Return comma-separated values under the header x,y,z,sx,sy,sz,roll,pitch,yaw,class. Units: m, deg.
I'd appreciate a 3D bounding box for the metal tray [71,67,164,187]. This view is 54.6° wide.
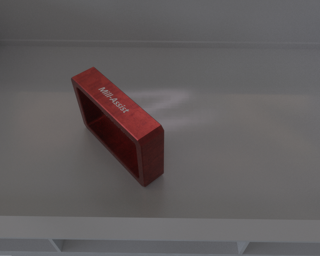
x,y,z,sx,sy,sz,roll,pitch,yaw,class
-0.049,-0.002,0.364,0.030,0.090,0.130,-34,58,-25,metal tray
